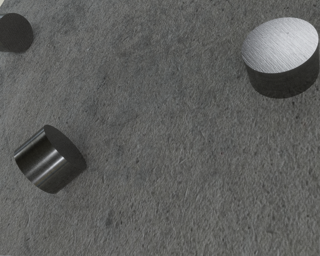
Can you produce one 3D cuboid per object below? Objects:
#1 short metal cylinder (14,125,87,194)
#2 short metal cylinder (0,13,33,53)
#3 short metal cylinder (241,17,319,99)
[{"bbox_3d":[-0.146,0.042,0.420,0.050,0.080,0.080,-40,51,1],"label":"short metal cylinder"},{"bbox_3d":[-0.323,-0.203,0.663,0.050,0.080,0.080,10,67,32],"label":"short metal cylinder"},{"bbox_3d":[0.142,-0.081,0.363,0.080,0.050,0.080,-13,56,21],"label":"short metal cylinder"}]
